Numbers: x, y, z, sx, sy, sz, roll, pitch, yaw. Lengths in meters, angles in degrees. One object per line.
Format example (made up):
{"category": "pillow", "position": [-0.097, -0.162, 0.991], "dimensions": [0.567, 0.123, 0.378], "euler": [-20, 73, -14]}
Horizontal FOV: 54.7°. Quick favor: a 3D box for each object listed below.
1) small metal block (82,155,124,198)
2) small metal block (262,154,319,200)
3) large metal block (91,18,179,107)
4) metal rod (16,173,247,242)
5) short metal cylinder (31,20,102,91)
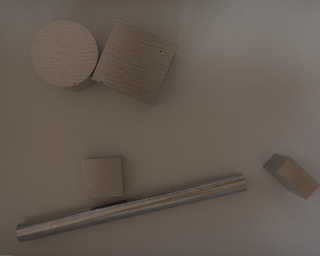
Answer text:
{"category": "small metal block", "position": [-0.074, 0.064, 0.411], "dimensions": [0.050, 0.025, 0.050], "euler": [-4, 90, -1]}
{"category": "small metal block", "position": [0.168, 0.061, 0.401], "dimensions": [0.050, 0.050, 0.025], "euler": [43, 90, -1]}
{"category": "large metal block", "position": [-0.030, -0.081, 0.398], "dimensions": [0.080, 0.050, 0.080], "euler": [23, 90, -1]}
{"category": "metal rod", "position": [-0.036, 0.105, 0.411], "dimensions": [0.302, 0.025, 0.025], "euler": [-13, 90, -1]}
{"category": "short metal cylinder", "position": [-0.115, -0.090, 0.397], "dimensions": [0.081, 0.050, 0.079], "euler": [0, 90, -1]}
